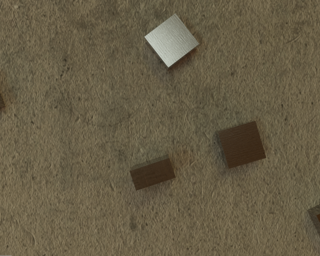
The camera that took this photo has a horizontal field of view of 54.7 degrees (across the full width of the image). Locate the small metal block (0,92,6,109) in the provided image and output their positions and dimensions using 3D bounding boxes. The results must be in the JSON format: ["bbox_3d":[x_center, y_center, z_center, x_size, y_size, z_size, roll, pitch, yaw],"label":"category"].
[{"bbox_3d":[-0.242,-0.043,0.408,0.050,0.025,0.050,-21,90,0],"label":"small metal block"}]

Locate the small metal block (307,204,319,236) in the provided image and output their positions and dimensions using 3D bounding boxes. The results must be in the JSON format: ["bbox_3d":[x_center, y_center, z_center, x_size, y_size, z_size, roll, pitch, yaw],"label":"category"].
[{"bbox_3d":[0.235,0.124,0.412,0.050,0.025,0.050,-25,90,0],"label":"small metal block"}]

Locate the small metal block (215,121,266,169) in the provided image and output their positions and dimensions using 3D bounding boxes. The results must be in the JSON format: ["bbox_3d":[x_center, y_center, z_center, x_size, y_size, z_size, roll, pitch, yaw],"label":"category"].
[{"bbox_3d":[0.106,0.022,0.411,0.050,0.025,0.050,-16,90,0],"label":"small metal block"}]

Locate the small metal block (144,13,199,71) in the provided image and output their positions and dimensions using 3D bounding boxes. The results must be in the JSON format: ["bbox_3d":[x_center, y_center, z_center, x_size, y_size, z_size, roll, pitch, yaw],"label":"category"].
[{"bbox_3d":[0.015,-0.113,0.410,0.050,0.025,0.050,-38,90,0],"label":"small metal block"}]

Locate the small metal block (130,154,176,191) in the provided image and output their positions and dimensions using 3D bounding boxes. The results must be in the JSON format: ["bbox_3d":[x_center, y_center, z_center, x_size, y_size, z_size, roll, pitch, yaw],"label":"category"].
[{"bbox_3d":[-0.009,0.056,0.397,0.050,0.050,0.025,-18,90,0],"label":"small metal block"}]
